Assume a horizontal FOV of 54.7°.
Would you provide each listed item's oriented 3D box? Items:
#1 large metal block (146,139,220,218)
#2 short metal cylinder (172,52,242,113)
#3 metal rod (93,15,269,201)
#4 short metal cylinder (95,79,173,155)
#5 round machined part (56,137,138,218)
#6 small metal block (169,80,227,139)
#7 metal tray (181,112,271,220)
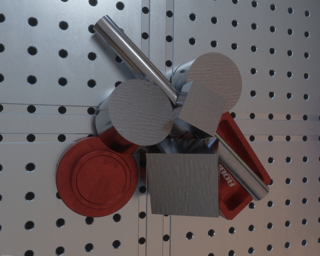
[{"bbox_3d":[0.031,0.059,0.379,0.080,0.050,0.079,0,107,13],"label":"large metal block"},{"bbox_3d":[0.062,-0.057,0.419,0.081,0.050,0.079,0,90,-20],"label":"short metal cylinder"},{"bbox_3d":[0.030,-0.022,0.394,0.300,0.025,0.025,46,75,-5],"label":"metal rod"},{"bbox_3d":[-0.031,-0.012,0.372,0.081,0.050,0.080,9,70,-26],"label":"short metal cylinder"},{"bbox_3d":[-0.073,0.059,0.372,0.099,0.042,0.097,0,90,-20],"label":"round machined part"},{"bbox_3d":[0.046,-0.021,0.370,0.050,0.025,0.050,28,73,-18],"label":"small metal block"},{"bbox_3d":[0.089,0.052,0.439,0.090,0.030,0.130,-38,102,-16],"label":"metal tray"}]
